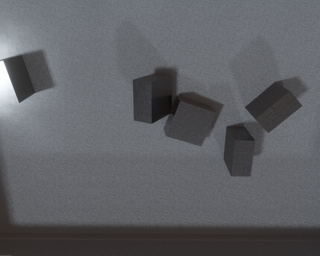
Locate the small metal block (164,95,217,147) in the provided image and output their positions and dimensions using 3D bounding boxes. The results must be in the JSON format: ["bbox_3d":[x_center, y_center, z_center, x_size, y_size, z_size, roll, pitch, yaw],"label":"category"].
[{"bbox_3d":[0.038,-0.009,0.405,0.050,0.025,0.050,17,109,-14],"label":"small metal block"}]

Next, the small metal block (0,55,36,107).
[{"bbox_3d":[-0.181,-0.058,0.375,0.025,0.050,0.050,-11,110,4],"label":"small metal block"}]

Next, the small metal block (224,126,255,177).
[{"bbox_3d":[0.103,0.030,0.410,0.025,0.050,0.050,0,110,0],"label":"small metal block"}]

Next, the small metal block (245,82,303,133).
[{"bbox_3d":[0.140,-0.027,0.389,0.050,0.050,0.025,-42,105,14],"label":"small metal block"}]

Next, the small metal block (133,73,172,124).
[{"bbox_3d":[-0.008,-0.038,0.381,0.025,0.050,0.050,11,113,27],"label":"small metal block"}]
